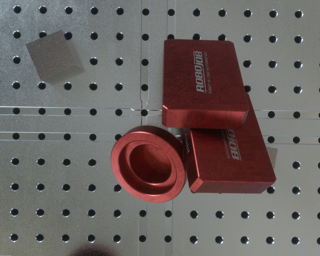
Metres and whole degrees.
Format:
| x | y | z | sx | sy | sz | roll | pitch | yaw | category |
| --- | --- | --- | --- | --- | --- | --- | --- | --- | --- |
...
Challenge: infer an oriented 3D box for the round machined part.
| x | y | z | sx | sy | sz | roll | pitch | yaw | category |
| --- | --- | --- | --- | --- | --- | --- | --- | --- | --- |
| -0.008 | 0.041 | 0.391 | 0.098 | 0.042 | 0.097 | 9 | 116 | 19 | round machined part |

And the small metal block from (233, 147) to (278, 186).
| x | y | z | sx | sy | sz | roll | pitch | yaw | category |
| --- | --- | --- | --- | --- | --- | --- | --- | --- | --- |
| 0.124 | 0.047 | 0.414 | 0.050 | 0.025 | 0.050 | 10 | 90 | 0 | small metal block |

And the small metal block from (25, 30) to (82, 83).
| x | y | z | sx | sy | sz | roll | pitch | yaw | category |
| --- | --- | --- | --- | --- | --- | --- | --- | --- | --- |
| -0.141 | -0.095 | 0.412 | 0.050 | 0.025 | 0.050 | -23 | 90 | 0 | small metal block |

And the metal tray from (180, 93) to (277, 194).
| x | y | z | sx | sy | sz | roll | pitch | yaw | category |
| --- | --- | --- | --- | --- | --- | --- | --- | --- | --- |
| 0.073 | 0.011 | 0.366 | 0.091 | 0.030 | 0.130 | 4 | 55 | -15 | metal tray |

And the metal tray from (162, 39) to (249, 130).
| x | y | z | sx | sy | sz | roll | pitch | yaw | category |
| --- | --- | --- | --- | --- | --- | --- | --- | --- | --- |
| 0.049 | -0.057 | 0.372 | 0.091 | 0.030 | 0.130 | 2 | 48 | 0 | metal tray |
